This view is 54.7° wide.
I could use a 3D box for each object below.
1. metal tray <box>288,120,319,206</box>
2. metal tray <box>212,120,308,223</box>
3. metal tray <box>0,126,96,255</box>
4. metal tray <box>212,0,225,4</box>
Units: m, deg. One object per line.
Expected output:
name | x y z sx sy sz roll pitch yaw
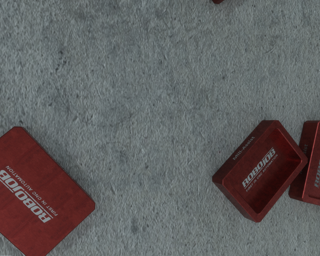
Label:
metal tray | 0.267 0.061 0.504 0.091 0.030 0.129 16 85 -20
metal tray | 0.151 0.062 0.461 0.130 0.030 0.090 -45 104 -15
metal tray | -0.150 0.073 0.351 0.090 0.030 0.130 -43 104 -15
metal tray | 0.103 -0.254 0.443 0.130 0.030 0.090 -44 104 -15
